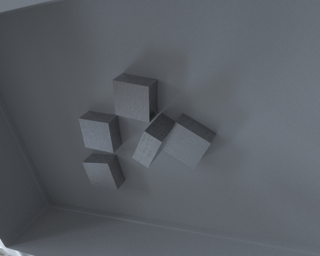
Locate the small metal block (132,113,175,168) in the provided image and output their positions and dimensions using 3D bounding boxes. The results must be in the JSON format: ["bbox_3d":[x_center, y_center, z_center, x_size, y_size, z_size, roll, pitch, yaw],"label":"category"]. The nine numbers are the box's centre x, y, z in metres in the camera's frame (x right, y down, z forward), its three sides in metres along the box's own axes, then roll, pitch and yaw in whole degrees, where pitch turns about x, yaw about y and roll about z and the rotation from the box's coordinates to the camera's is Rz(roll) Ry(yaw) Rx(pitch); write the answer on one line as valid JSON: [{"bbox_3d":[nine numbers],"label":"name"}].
[{"bbox_3d":[-0.007,0.016,0.405,0.025,0.050,0.050,32,128,7],"label":"small metal block"}]

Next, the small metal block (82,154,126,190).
[{"bbox_3d":[-0.089,0.070,0.497,0.050,0.025,0.050,-1,118,28],"label":"small metal block"}]

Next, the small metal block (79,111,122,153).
[{"bbox_3d":[-0.087,0.005,0.456,0.050,0.025,0.050,9,122,23],"label":"small metal block"}]

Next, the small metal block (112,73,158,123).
[{"bbox_3d":[-0.031,-0.039,0.399,0.050,0.025,0.050,13,124,20],"label":"small metal block"}]

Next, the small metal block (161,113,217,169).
[{"bbox_3d":[0.037,0.017,0.399,0.050,0.025,0.050,32,128,7],"label":"small metal block"}]
